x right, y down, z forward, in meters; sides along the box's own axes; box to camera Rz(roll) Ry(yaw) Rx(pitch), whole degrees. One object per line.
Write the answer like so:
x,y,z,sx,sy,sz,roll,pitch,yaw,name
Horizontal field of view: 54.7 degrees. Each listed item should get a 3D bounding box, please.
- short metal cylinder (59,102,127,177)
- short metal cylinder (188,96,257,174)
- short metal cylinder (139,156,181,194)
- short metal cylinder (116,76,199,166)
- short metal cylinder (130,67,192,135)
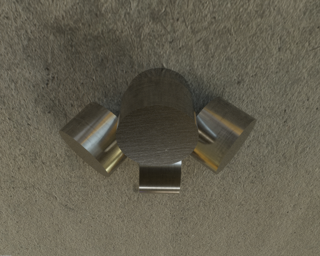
-0.075,0.015,0.377,0.080,0.050,0.080,35,158,17,short metal cylinder
0.071,0.009,0.374,0.050,0.081,0.079,37,131,20,short metal cylinder
-0.001,0.047,0.411,0.050,0.080,0.079,1,130,-2,short metal cylinder
-0.003,-0.006,0.321,0.081,0.050,0.079,0,130,0,short metal cylinder
0.000,-0.025,0.371,0.081,0.050,0.079,0,130,0,short metal cylinder
